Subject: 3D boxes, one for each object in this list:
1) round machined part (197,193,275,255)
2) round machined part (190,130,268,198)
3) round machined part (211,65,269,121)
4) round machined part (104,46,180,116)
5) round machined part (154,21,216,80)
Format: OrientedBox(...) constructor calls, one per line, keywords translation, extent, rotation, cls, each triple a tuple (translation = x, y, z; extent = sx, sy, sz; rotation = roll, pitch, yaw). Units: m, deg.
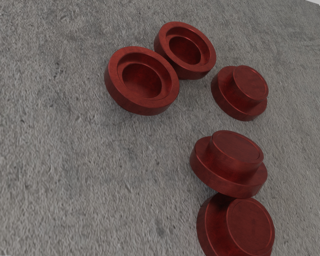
OrientedBox(translation=(0.097, 0.121, 0.371), extent=(0.099, 0.042, 0.098), rotation=(14, 56, -21), cls="round machined part")
OrientedBox(translation=(0.091, 0.039, 0.393), extent=(0.099, 0.042, 0.098), rotation=(14, 30, -8), cls="round machined part")
OrientedBox(translation=(0.136, -0.063, 0.504), extent=(0.099, 0.042, 0.098), rotation=(14, 56, -21), cls="round machined part")
OrientedBox(translation=(-0.027, -0.058, 0.414), extent=(0.099, 0.042, 0.098), rotation=(14, 56, -21), cls="round machined part")
OrientedBox(translation=(0.035, -0.114, 0.481), extent=(0.099, 0.042, 0.098), rotation=(14, 56, -21), cls="round machined part")
